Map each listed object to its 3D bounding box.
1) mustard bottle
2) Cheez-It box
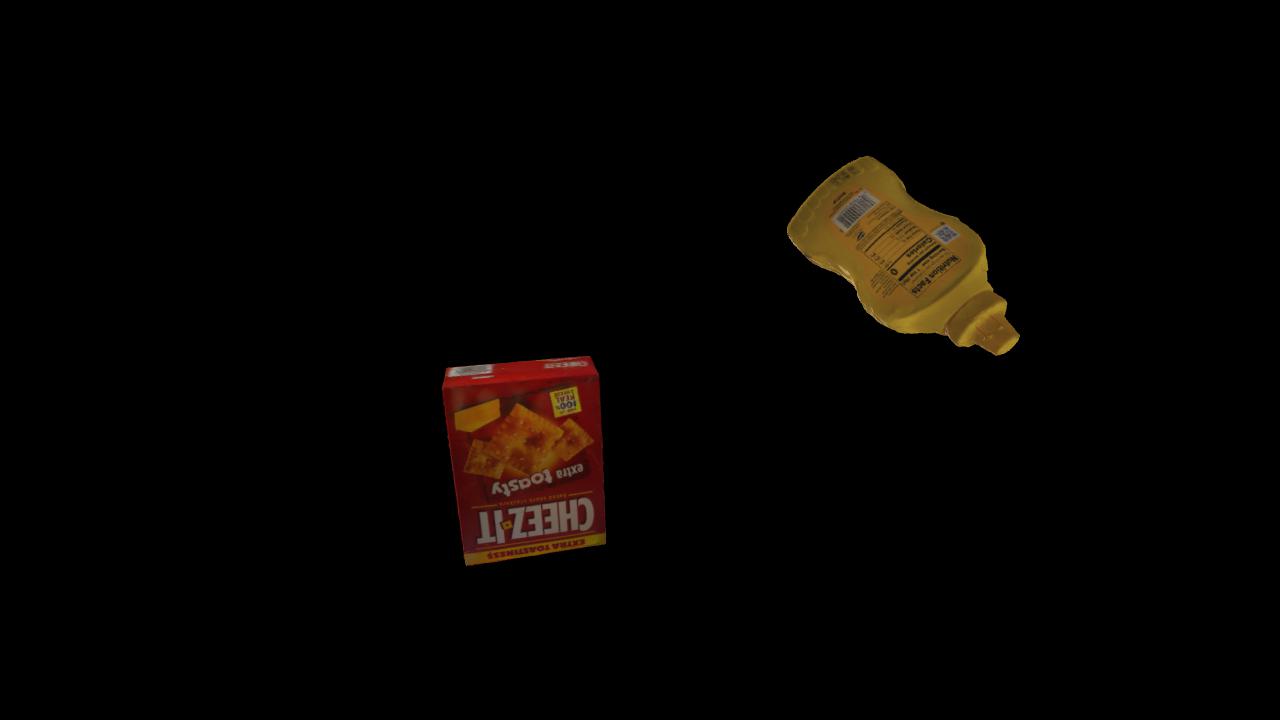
[{"bbox_3d":[0.198,-0.070,0.453,0.092,0.184,0.054,-39,-34,5],"label":"mustard bottle"},{"bbox_3d":[-0.127,0.113,0.701,0.166,0.223,0.071,-5,20,-11],"label":"Cheez-It box"}]
